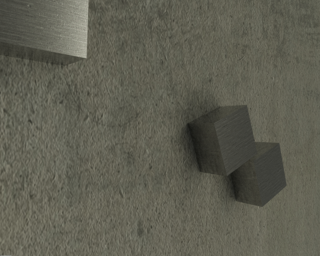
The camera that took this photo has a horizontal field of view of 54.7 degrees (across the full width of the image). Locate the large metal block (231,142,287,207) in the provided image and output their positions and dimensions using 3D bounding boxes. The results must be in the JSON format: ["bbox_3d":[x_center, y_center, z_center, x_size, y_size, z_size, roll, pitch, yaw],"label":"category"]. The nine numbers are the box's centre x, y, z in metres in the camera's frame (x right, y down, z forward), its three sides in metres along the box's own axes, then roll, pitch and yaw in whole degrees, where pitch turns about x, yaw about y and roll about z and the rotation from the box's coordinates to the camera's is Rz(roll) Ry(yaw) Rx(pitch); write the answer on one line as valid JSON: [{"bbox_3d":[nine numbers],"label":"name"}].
[{"bbox_3d":[0.167,0.075,0.528,0.081,0.050,0.080,-23,105,-38],"label":"large metal block"}]

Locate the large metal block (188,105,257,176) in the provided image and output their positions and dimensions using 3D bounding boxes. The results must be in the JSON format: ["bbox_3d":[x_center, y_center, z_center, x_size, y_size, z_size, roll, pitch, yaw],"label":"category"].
[{"bbox_3d":[0.096,0.016,0.469,0.081,0.050,0.080,-26,107,-37],"label":"large metal block"}]

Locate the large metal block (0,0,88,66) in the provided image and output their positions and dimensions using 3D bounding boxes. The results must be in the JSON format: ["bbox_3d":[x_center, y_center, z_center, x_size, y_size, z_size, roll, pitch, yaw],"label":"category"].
[{"bbox_3d":[-0.116,-0.108,0.291,0.081,0.050,0.080,3,89,-40],"label":"large metal block"}]
